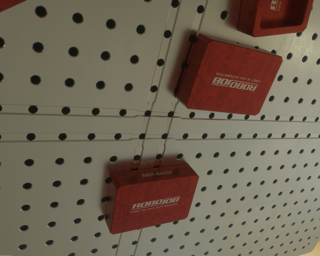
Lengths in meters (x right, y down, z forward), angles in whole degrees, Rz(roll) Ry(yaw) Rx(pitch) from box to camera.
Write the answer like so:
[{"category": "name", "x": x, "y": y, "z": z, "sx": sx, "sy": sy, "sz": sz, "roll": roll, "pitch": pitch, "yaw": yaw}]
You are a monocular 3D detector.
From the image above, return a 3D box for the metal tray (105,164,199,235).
[{"category": "metal tray", "x": -0.012, "y": 0.105, "z": 0.466, "sx": 0.131, "sy": 0.030, "sz": 0.089, "roll": -3, "pitch": 120, "yaw": -27}]

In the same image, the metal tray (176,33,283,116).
[{"category": "metal tray", "x": 0.094, "y": -0.067, "z": 0.417, "sx": 0.131, "sy": 0.030, "sz": 0.089, "roll": 3, "pitch": 117, "yaw": -30}]

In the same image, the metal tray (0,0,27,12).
[{"category": "metal tray", "x": -0.144, "y": -0.158, "z": 0.231, "sx": 0.090, "sy": 0.030, "sz": 0.130, "roll": -30, "pitch": 129, "yaw": -9}]

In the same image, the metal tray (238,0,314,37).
[{"category": "metal tray", "x": 0.149, "y": -0.182, "z": 0.375, "sx": 0.091, "sy": 0.030, "sz": 0.129, "roll": -12, "pitch": 124, "yaw": -22}]
